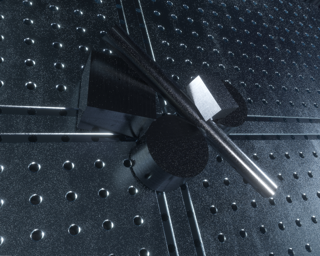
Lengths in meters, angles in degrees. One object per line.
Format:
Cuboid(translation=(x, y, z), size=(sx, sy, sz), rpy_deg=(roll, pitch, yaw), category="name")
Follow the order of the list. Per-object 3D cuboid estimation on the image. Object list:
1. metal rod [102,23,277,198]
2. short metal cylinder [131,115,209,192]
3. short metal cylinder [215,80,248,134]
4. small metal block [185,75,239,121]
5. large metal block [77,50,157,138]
Cuboid(translation=(0.048, -0.011, 0.391), size=(0.300, 0.025, 0.025), rpy_deg=(43, 50, -17), category="metal rod")
Cuboid(translation=(0.011, 0.031, 0.375), size=(0.081, 0.050, 0.080), rpy_deg=(14, 56, -21), category="short metal cylinder")
Cuboid(translation=(0.077, -0.025, 0.444), size=(0.081, 0.050, 0.080), rpy_deg=(14, 56, -21), category="short metal cylinder")
Cuboid(translation=(0.066, -0.038, 0.389), size=(0.050, 0.025, 0.050), rpy_deg=(-11, 66, -52), category="small metal block")
Cuboid(translation=(-0.053, -0.039, 0.381), size=(0.081, 0.050, 0.080), rpy_deg=(10, 57, -23), category="large metal block")
